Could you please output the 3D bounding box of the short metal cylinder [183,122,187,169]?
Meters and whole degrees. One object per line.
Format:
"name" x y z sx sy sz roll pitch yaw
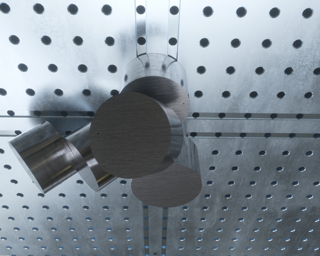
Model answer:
"short metal cylinder" -0.002 0.022 0.413 0.081 0.050 0.079 0 130 0

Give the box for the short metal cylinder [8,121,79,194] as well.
"short metal cylinder" -0.149 0.037 0.397 0.050 0.080 0.080 -35 136 -27

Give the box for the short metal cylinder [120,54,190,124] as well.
"short metal cylinder" -0.007 -0.039 0.361 0.081 0.050 0.079 0 130 0

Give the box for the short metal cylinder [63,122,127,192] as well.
"short metal cylinder" -0.080 0.033 0.394 0.050 0.080 0.080 -34 136 -27

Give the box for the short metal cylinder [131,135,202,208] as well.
"short metal cylinder" 0.007 0.051 0.370 0.081 0.050 0.079 0 130 0

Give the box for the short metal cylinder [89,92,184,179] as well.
"short metal cylinder" -0.022 0.008 0.307 0.080 0.080 0.050 -19 171 15
